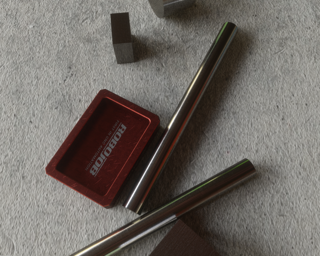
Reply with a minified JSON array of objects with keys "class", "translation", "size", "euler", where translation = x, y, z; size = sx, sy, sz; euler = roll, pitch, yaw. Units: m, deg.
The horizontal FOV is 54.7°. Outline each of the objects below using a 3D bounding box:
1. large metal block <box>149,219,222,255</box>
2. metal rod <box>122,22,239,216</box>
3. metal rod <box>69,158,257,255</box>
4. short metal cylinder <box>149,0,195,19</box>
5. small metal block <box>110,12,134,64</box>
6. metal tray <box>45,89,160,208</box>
[{"class":"large metal block","translation":[0.025,0.159,0.337],"size":[0.080,0.050,0.080],"euler":[39,74,13]},{"class":"metal rod","translation":[0.036,-0.025,0.417],"size":[0.025,0.025,0.300],"euler":[27,72,9]},{"class":"metal rod","translation":[-0.019,0.116,0.365],"size":[0.302,0.025,0.025],"euler":[-27,73,-10]},{"class":"short metal cylinder","translation":[0.012,-0.210,0.456],"size":[0.050,0.080,0.080],"euler":[-23,72,-8]},{"class":"small metal block","translation":[-0.053,-0.127,0.441],"size":[0.025,0.050,0.050],"euler":[-6,70,-3]},{"class":"metal tray","translation":[-0.069,0.024,0.395],"size":[0.090,0.030,0.130],"euler":[28,72,9]}]
